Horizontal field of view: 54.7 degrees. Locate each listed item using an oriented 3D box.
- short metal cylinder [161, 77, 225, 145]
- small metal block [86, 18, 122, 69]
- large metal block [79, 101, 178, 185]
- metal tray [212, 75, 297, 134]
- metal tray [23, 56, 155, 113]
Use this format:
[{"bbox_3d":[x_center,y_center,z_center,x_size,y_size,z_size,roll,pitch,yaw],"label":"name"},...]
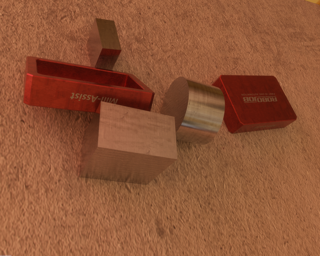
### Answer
[{"bbox_3d":[0.040,-0.022,0.403,0.050,0.080,0.080,13,57,-21],"label":"short metal cylinder"},{"bbox_3d":[-0.076,-0.108,0.413,0.025,0.050,0.050,-2,63,-29],"label":"small metal block"},{"bbox_3d":[-0.037,0.021,0.336,0.081,0.080,0.050,11,57,-22],"label":"large metal block"},{"bbox_3d":[0.155,-0.042,0.509,0.131,0.030,0.090,-5,64,-31],"label":"metal tray"},{"bbox_3d":[-0.082,-0.047,0.353,0.131,0.030,0.090,6,21,-25],"label":"metal tray"}]
